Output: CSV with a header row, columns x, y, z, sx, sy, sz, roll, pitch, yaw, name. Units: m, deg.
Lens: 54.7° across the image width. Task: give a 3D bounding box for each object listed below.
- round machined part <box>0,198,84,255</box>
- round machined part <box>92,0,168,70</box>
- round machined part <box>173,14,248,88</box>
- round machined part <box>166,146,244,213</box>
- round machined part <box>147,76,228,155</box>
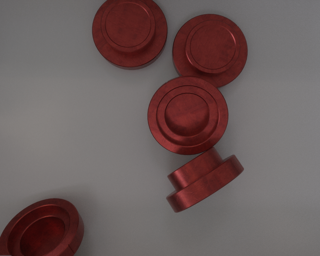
x,y,z,sx,sy,sz,roll,pitch,yaw,name
-0.141,0.139,0.384,0.099,0.098,0.042,-13,128,0,round machined part
-0.039,-0.128,0.402,0.099,0.042,0.097,0,90,0,round machined part
0.066,-0.101,0.403,0.099,0.042,0.097,0,90,0,round machined part
0.048,0.058,0.376,0.098,0.098,0.042,-33,81,0,round machined part
0.035,-0.018,0.397,0.099,0.042,0.097,0,102,2,round machined part
